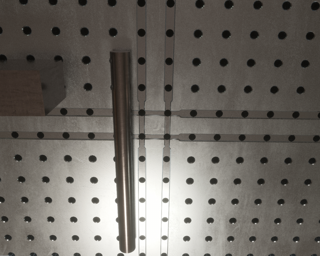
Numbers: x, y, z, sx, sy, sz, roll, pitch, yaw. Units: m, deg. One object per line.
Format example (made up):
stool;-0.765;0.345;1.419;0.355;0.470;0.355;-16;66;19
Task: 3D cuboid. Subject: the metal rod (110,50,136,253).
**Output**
metal rod;-0.050;0.046;0.429;0.025;0.025;0.298;0;110;-1

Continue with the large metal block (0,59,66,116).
large metal block;-0.164;-0.050;0.363;0.081;0.080;0.050;0;110;-1
